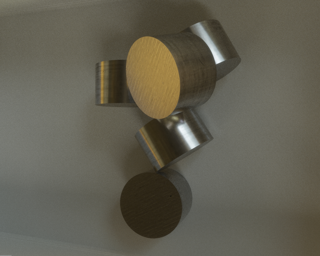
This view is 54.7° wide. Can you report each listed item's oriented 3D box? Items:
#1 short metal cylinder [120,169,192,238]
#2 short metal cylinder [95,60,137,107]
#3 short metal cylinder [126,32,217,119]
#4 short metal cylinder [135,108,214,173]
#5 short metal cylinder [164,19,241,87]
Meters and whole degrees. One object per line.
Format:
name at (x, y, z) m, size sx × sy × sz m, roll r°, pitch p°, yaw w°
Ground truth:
short metal cylinder at (-0.004, 0.093, 0.398) m, size 0.080 × 0.050 × 0.079 m, roll 0°, pitch 90°, yaw 19°
short metal cylinder at (-0.041, -0.054, 0.395) m, size 0.080 × 0.080 × 0.050 m, roll 0°, pitch 90°, yaw 19°
short metal cylinder at (0.010, -0.054, 0.314) m, size 0.080 × 0.050 × 0.079 m, roll 24°, pitch 123°, yaw 43°
short metal cylinder at (0.017, 0.012, 0.375) m, size 0.080 × 0.080 × 0.050 m, roll -34°, pitch 80°, yaw 16°
short metal cylinder at (0.047, -0.081, 0.364) m, size 0.080 × 0.080 × 0.050 m, roll -29°, pitch 81°, yaw 17°
